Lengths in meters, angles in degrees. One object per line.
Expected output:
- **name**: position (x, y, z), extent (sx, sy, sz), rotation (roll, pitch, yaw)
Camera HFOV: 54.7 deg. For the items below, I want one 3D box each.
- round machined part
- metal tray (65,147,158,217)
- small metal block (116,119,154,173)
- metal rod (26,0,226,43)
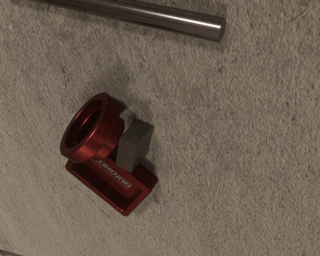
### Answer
- **round machined part**: position (-0.085, 0.004, 0.412), extent (0.098, 0.098, 0.042), rotation (-26, 129, 36)
- **metal tray**: position (-0.079, 0.071, 0.486), extent (0.130, 0.030, 0.089), rotation (39, 129, 1)
- **small metal block**: position (-0.034, 0.024, 0.422), extent (0.025, 0.050, 0.050), rotation (23, 127, 13)
- **metal rod**: position (-0.074, -0.143, 0.355), extent (0.301, 0.025, 0.025), rotation (18, 125, 17)
